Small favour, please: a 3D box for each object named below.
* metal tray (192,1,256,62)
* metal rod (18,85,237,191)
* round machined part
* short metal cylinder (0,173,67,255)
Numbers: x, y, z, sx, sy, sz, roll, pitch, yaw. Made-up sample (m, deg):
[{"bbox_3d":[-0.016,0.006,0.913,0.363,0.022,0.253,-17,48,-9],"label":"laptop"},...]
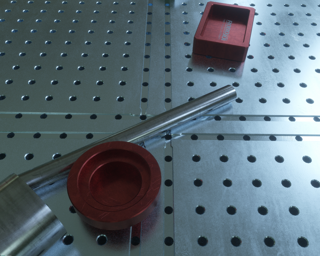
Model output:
[{"bbox_3d":[0.116,-0.176,0.553,0.090,0.030,0.130,13,51,10],"label":"metal tray"},{"bbox_3d":[-0.026,0.007,0.401,0.302,0.025,0.025,-24,54,-19],"label":"metal rod"},{"bbox_3d":[-0.048,0.065,0.341,0.099,0.042,0.098,0,50,0],"label":"round machined part"},{"bbox_3d":[-0.136,0.089,0.295,0.080,0.080,0.050,33,58,24],"label":"short metal cylinder"}]
